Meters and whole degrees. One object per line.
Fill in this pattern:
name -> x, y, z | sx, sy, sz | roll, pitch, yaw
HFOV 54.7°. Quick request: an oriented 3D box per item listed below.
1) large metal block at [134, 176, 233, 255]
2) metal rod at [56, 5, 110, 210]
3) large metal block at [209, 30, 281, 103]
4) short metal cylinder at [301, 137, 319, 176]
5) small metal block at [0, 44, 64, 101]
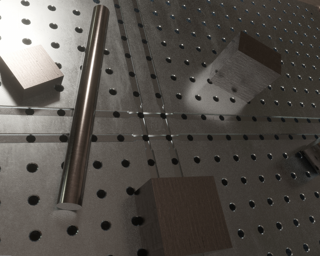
large metal block -> 0.023, 0.101, 0.345 | 0.081, 0.050, 0.080 | 3, 60, -27
metal rod -> -0.090, -0.048, 0.389 | 0.025, 0.025, 0.299 | 14, 56, -21
large metal block -> 0.139, -0.098, 0.511 | 0.080, 0.080, 0.050 | 26, 53, -13
short metal cylinder -> 0.282, 0.037, 0.506 | 0.081, 0.080, 0.050 | -24, 75, -37
small metal block -> -0.152, -0.066, 0.367 | 0.050, 0.025, 0.050 | -31, 79, -38
